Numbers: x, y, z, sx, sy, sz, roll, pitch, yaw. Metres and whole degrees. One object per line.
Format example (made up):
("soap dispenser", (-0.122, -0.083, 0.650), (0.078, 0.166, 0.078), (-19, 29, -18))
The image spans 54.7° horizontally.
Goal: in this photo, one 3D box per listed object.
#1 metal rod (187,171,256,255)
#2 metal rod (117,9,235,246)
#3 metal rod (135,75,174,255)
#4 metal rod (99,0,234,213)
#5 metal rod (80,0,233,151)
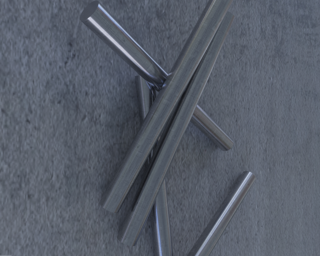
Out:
("metal rod", (0.068, 0.162, 0.441), (0.302, 0.025, 0.025), (-42, 116, -40))
("metal rod", (0.019, -0.001, 0.375), (0.025, 0.025, 0.299), (24, 90, -38))
("metal rod", (-0.004, 0.081, 0.403), (0.025, 0.025, 0.298), (-10, 97, -40))
("metal rod", (0.012, -0.040, 0.356), (0.025, 0.025, 0.299), (28, 92, -37))
("metal rod", (0.019, -0.043, 0.395), (0.301, 0.025, 0.025), (38, 66, -43))
